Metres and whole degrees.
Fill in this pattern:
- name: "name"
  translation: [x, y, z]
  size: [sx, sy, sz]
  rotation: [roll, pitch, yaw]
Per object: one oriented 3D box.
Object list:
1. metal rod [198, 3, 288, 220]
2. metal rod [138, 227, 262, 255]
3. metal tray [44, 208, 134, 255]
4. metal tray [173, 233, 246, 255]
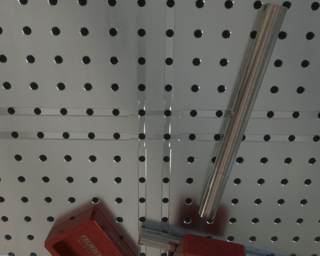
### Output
- name: "metal rod"
  translation: [0.103, -0.007, 0.412]
  size: [0.025, 0.025, 0.298]
  rotation: [12, 110, -5]
- name: "metal rod"
  translation: [0.115, 0.205, 0.490]
  size: [0.302, 0.025, 0.025]
  rotation: [16, 109, -6]
- name: "metal tray"
  translation: [-0.102, 0.197, 0.481]
  size: [0.090, 0.030, 0.130]
  rotation: [-29, 108, 9]
- name: "metal tray"
  translation: [0.063, 0.212, 0.465]
  size: [0.091, 0.030, 0.129]
  rotation: [13, 130, -4]
